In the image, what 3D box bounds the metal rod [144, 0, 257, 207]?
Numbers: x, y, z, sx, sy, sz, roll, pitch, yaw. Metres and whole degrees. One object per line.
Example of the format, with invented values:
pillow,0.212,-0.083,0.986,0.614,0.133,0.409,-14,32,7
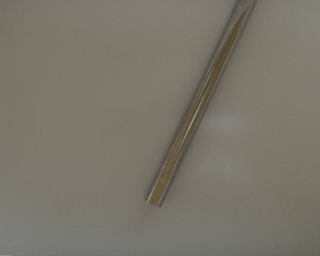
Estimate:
metal rod,0.054,-0.036,0.412,0.025,0.025,0.299,25,90,-1
